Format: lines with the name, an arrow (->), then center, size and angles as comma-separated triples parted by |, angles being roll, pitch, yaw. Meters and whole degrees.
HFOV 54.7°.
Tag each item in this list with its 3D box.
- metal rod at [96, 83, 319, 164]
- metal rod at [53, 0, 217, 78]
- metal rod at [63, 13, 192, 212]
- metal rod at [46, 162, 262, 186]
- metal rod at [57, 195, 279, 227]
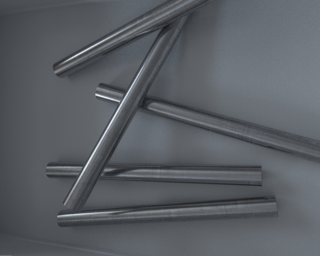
metal rod -> 0.053, -0.011, 0.391 | 0.301, 0.025, 0.025 | 17, 96, 18
metal rod -> -0.024, -0.127, 0.391 | 0.300, 0.025, 0.025 | -18, 84, 28
metal rod -> -0.038, -0.032, 0.393 | 0.025, 0.025, 0.299 | 29, 88, 17
metal rod -> -0.021, 0.060, 0.417 | 0.301, 0.025, 0.025 | -1, 90, 19
metal rod -> -0.004, 0.113, 0.411 | 0.301, 0.025, 0.025 | -9, 87, 19
